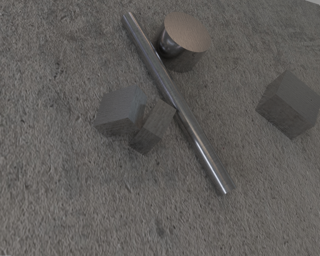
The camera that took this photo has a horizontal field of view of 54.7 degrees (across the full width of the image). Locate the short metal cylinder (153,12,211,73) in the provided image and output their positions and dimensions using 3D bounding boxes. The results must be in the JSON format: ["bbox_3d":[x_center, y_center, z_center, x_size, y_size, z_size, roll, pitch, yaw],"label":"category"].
[{"bbox_3d":[0.032,-0.134,0.487,0.081,0.050,0.080,14,56,-21],"label":"short metal cylinder"}]

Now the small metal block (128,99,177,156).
[{"bbox_3d":[-0.010,0.000,0.383,0.025,0.050,0.050,34,51,-7],"label":"small metal block"}]

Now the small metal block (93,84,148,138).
[{"bbox_3d":[-0.047,-0.020,0.371,0.025,0.050,0.050,48,40,-42],"label":"small metal block"}]

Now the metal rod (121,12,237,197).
[{"bbox_3d":[0.019,-0.044,0.440,0.025,0.025,0.299,-17,71,-35],"label":"metal rod"}]

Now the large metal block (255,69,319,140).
[{"bbox_3d":[0.222,-0.041,0.532,0.080,0.050,0.080,39,51,-2],"label":"large metal block"}]
